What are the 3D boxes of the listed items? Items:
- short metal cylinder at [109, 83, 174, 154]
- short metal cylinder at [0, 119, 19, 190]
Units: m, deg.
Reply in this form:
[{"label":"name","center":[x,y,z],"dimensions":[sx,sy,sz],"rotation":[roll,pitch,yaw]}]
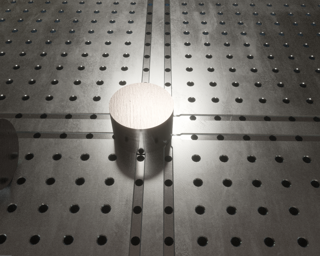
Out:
[{"label":"short metal cylinder","center":[-0.023,-0.014,0.403],"dimensions":[0.081,0.050,0.080],"rotation":[0,50,0]},{"label":"short metal cylinder","center":[-0.201,0.029,0.345],"dimensions":[0.050,0.080,0.080],"rotation":[1,50,1]}]
